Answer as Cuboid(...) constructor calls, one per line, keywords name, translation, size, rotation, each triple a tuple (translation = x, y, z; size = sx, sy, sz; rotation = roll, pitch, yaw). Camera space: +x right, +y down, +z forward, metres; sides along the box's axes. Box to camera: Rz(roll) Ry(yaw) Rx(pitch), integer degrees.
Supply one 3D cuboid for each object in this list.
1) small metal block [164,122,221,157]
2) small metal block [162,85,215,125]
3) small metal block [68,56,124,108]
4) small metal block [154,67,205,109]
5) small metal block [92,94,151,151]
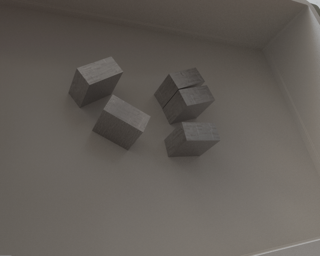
Cuboid(name="small metal block", translation=(0.041, 0.016, 0.402), size=(0.050, 0.050, 0.025), rotation=(1, 62, -28))
Cuboid(name="small metal block", translation=(0.039, -0.032, 0.430), size=(0.050, 0.050, 0.025), rotation=(-14, 69, -34))
Cuboid(name="small metal block", translation=(-0.079, -0.056, 0.381), size=(0.050, 0.050, 0.025), rotation=(-31, 79, -38))
Cuboid(name="small metal block", translation=(0.027, -0.056, 0.438), size=(0.050, 0.050, 0.025), rotation=(-20, 73, -36))
Cuboid(name="small metal block", translation=(-0.047, -0.005, 0.367), size=(0.050, 0.050, 0.025), rotation=(30, 52, -9))
